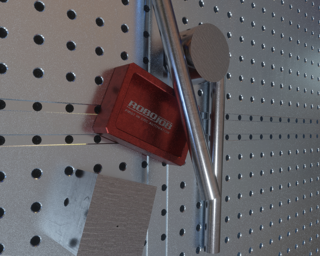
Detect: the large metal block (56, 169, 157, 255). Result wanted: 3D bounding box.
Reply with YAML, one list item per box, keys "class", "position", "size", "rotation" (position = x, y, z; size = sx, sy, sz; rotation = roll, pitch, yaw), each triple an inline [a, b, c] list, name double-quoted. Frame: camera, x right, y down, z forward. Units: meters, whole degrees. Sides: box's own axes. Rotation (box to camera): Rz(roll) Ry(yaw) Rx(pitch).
- class: "large metal block"
  position: [-0.058, 0.095, 0.346]
  size: [0.080, 0.050, 0.080]
  rotation: [21, 77, -38]

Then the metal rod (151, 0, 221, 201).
- class: "metal rod"
  position: [0.028, -0.057, 0.396]
  size: [0.025, 0.025, 0.298]
  rotation: [-11, 85, -40]

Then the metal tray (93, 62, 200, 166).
- class: "metal tray"
  position: [-0.011, -0.013, 0.398]
  size: [0.131, 0.030, 0.090]
  rotation: [28, 72, -37]

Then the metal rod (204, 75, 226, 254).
- class: "metal rod"
  position: [0.086, 0.041, 0.483]
  size: [0.025, 0.025, 0.298]
  rotation: [4, 88, -40]

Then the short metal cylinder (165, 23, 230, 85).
- class: "short metal cylinder"
  position: [0.054, -0.102, 0.440]
  size: [0.081, 0.050, 0.079]
  rotation: [0, 89, -40]
